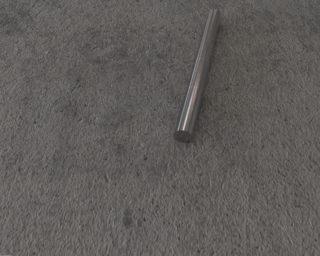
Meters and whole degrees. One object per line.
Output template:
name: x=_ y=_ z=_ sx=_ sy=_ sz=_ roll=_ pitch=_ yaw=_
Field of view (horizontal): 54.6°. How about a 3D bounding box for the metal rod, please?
metal rod: x=0.066 y=-0.100 z=0.487 sx=0.025 sy=0.025 sz=0.300 roll=11 pitch=51 yaw=9
